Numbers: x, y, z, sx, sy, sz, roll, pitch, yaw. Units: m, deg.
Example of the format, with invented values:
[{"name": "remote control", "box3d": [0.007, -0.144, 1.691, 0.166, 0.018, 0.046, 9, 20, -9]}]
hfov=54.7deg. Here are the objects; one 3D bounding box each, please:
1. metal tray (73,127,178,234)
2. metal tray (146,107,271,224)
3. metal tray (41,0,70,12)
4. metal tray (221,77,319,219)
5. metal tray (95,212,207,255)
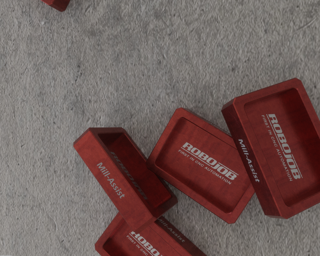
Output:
[{"name": "metal tray", "box3d": [-0.039, 0.058, 0.388, 0.030, 0.090, 0.130, -42, 77, 15]}, {"name": "metal tray", "box3d": [0.058, 0.043, 0.385, 0.130, 0.030, 0.090, 32, 100, 17]}, {"name": "metal tray", "box3d": [-0.181, -0.248, 0.470, 0.130, 0.030, 0.090, 35, 101, 16]}, {"name": "metal tray", "box3d": [0.133, 0.019, 0.334, 0.091, 0.030, 0.129, -19, 82, -17]}, {"name": "metal tray", "box3d": [-0.013, 0.166, 0.410, 0.130, 0.030, 0.090, 39, 102, 15]}]
